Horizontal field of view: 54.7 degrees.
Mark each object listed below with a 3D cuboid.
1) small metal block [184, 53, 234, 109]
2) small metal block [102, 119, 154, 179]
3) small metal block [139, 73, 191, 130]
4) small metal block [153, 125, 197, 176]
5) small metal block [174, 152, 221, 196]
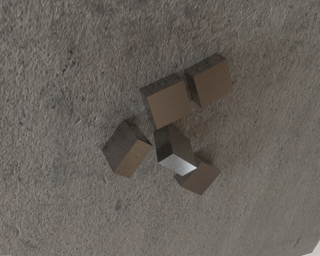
[{"bbox_3d":[0.064,-0.061,0.404,0.050,0.025,0.050,-29,128,-10],"label":"small metal block"},{"bbox_3d":[-0.042,0.025,0.383,0.025,0.050,0.050,29,102,-38],"label":"small metal block"},{"bbox_3d":[0.007,-0.034,0.390,0.050,0.025,0.050,-27,128,-12],"label":"small metal block"},{"bbox_3d":[0.020,0.030,0.416,0.025,0.050,0.050,-35,133,25],"label":"small metal block"},{"bbox_3d":[0.059,0.073,0.484,0.050,0.025,0.050,30,102,-38],"label":"small metal block"}]
